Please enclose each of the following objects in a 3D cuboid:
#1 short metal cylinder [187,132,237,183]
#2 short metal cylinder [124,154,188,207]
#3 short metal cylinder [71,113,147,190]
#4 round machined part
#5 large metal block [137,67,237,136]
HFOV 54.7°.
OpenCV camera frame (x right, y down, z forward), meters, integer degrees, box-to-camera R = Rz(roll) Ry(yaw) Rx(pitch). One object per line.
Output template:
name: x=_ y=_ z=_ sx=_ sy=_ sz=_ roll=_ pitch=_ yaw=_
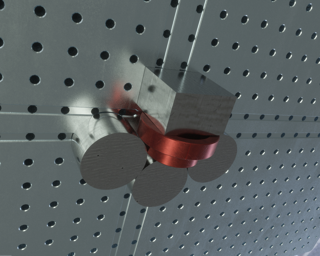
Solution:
short metal cylinder: x=0.064 y=0.032 z=0.450 sx=0.081 sy=0.050 sz=0.079 roll=-14 pitch=124 yaw=-21
short metal cylinder: x=-0.009 y=0.061 z=0.428 sx=0.081 sy=0.050 sz=0.079 roll=-14 pitch=124 yaw=-21
short metal cylinder: x=-0.062 y=0.028 z=0.379 sx=0.081 sy=0.050 sz=0.079 roll=-14 pitch=124 yaw=-21
round machined part: x=0.020 y=0.014 z=0.381 sx=0.099 sy=0.098 sz=0.042 roll=2 pitch=117 yaw=-29
large metal block: x=0.029 y=-0.033 z=0.371 sx=0.081 sy=0.080 sz=0.050 roll=1 pitch=118 yaw=-29
